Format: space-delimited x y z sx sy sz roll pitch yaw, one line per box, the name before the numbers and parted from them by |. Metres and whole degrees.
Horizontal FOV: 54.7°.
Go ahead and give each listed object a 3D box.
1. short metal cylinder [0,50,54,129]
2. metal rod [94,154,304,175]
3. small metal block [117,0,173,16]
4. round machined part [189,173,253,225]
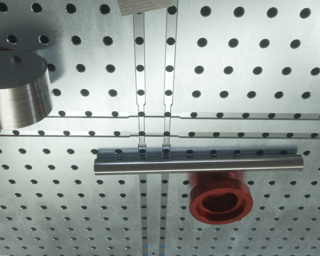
short metal cylinder | -0.161 -0.043 0.336 0.081 0.080 0.050 4 130 -4
metal rod | 0.056 0.054 0.458 0.302 0.025 0.025 -1 130 0
small metal block | -0.018 -0.139 0.293 0.050 0.025 0.050 -9 130 7
round machined part | 0.095 0.110 0.496 0.099 0.042 0.097 -1 130 0
